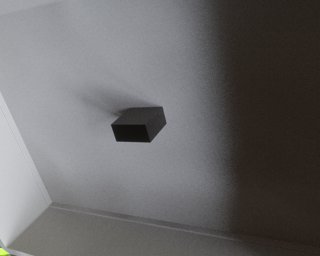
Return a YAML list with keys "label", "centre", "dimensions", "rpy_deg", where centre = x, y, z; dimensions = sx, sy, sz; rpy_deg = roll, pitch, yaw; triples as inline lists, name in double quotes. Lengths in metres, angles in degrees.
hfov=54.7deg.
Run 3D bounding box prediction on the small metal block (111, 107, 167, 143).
- label: "small metal block"
  centre: [-0.026, -0.005, 0.402]
  dimensions: [0.050, 0.050, 0.025]
  rpy_deg: [0, 119, 28]
